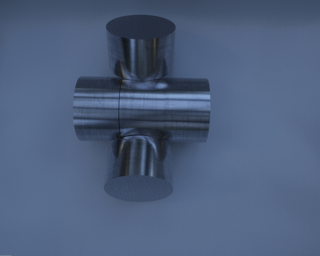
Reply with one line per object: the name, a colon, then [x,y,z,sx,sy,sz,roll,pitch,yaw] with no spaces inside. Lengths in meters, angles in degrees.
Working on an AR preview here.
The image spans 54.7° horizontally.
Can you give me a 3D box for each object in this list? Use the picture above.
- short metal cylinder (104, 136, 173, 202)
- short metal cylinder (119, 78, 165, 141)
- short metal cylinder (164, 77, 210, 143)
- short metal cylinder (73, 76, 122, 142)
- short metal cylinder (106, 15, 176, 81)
short metal cylinder: [-0.025,0.051,0.375,0.081,0.080,0.050,0,56,0]
short metal cylinder: [-0.020,-0.023,0.382,0.050,0.080,0.080,1,90,0]
short metal cylinder: [0.031,-0.022,0.383,0.050,0.080,0.080,1,90,0]
short metal cylinder: [-0.071,-0.023,0.382,0.050,0.080,0.080,1,90,0]
short metal cylinder: [-0.023,-0.099,0.375,0.081,0.080,0.050,2,128,0]
